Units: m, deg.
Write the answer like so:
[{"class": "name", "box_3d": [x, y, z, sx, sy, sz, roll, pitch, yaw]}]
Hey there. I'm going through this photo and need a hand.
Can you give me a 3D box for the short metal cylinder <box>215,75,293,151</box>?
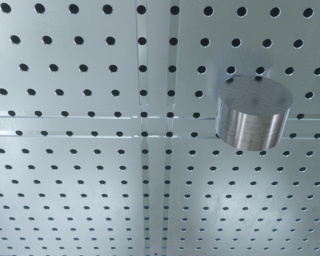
[{"class": "short metal cylinder", "box_3d": [0.106, -0.019, 0.360, 0.080, 0.080, 0.050, -1, 130, 1]}]
